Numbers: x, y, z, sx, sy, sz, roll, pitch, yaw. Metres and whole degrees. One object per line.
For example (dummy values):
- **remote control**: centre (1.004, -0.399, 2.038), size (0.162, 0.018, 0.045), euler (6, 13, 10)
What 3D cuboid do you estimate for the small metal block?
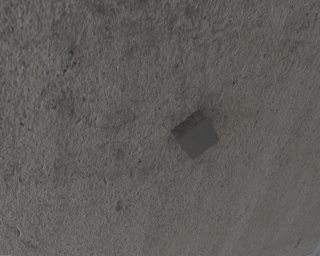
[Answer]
- **small metal block**: centre (0.050, 0.010, 0.440), size (0.050, 0.025, 0.050), euler (-38, 129, -3)
